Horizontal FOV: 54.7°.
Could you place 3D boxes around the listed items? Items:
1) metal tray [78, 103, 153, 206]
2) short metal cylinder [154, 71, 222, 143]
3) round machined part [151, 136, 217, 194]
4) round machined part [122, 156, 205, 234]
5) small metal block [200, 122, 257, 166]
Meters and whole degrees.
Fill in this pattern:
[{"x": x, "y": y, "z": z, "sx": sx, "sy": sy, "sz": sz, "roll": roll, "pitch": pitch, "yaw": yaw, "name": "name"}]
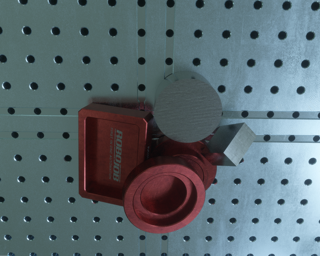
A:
[{"x": -0.060, "y": 0.038, "z": 0.412, "sx": 0.090, "sy": 0.030, "sz": 0.129, "roll": 9, "pitch": 110, "yaw": 11, "name": "metal tray"}, {"x": 0.033, "y": -0.028, "z": 0.390, "sx": 0.081, "sy": 0.050, "sz": 0.079, "roll": 0, "pitch": 110, "yaw": -1, "name": "short metal cylinder"}, {"x": 0.029, "y": 0.058, "z": 0.425, "sx": 0.099, "sy": 0.042, "sz": 0.097, "roll": 0, "pitch": 110, "yaw": -1, "name": "round machined part"}, {"x": 0.003, "y": 0.077, "z": 0.382, "sx": 0.099, "sy": 0.042, "sz": 0.097, "roll": -4, "pitch": 112, "yaw": -10, "name": "round machined part"}, {"x": 0.088, "y": 0.022, "z": 0.399, "sx": 0.025, "sy": 0.050, "sz": 0.050, "roll": 45, "pitch": 69, "yaw": -15, "name": "small metal block"}]
